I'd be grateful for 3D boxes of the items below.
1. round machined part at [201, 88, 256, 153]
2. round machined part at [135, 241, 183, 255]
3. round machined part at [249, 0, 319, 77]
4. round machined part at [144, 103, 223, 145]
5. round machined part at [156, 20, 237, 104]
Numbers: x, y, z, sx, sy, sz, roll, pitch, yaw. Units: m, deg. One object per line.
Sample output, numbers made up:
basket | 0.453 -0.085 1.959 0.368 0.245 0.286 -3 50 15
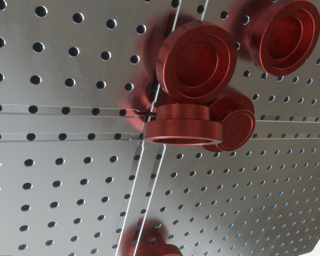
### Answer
round machined part | 0.098 -0.005 0.449 0.099 0.042 0.097 -14 124 -21
round machined part | -0.008 0.238 0.542 0.099 0.042 0.097 -14 124 -21
round machined part | 0.158 -0.121 0.411 0.099 0.042 0.097 -14 124 -21
round machined part | 0.029 -0.004 0.389 0.099 0.098 0.042 7 80 -31
round machined part | 0.039 -0.079 0.372 0.099 0.042 0.097 -14 124 -21
